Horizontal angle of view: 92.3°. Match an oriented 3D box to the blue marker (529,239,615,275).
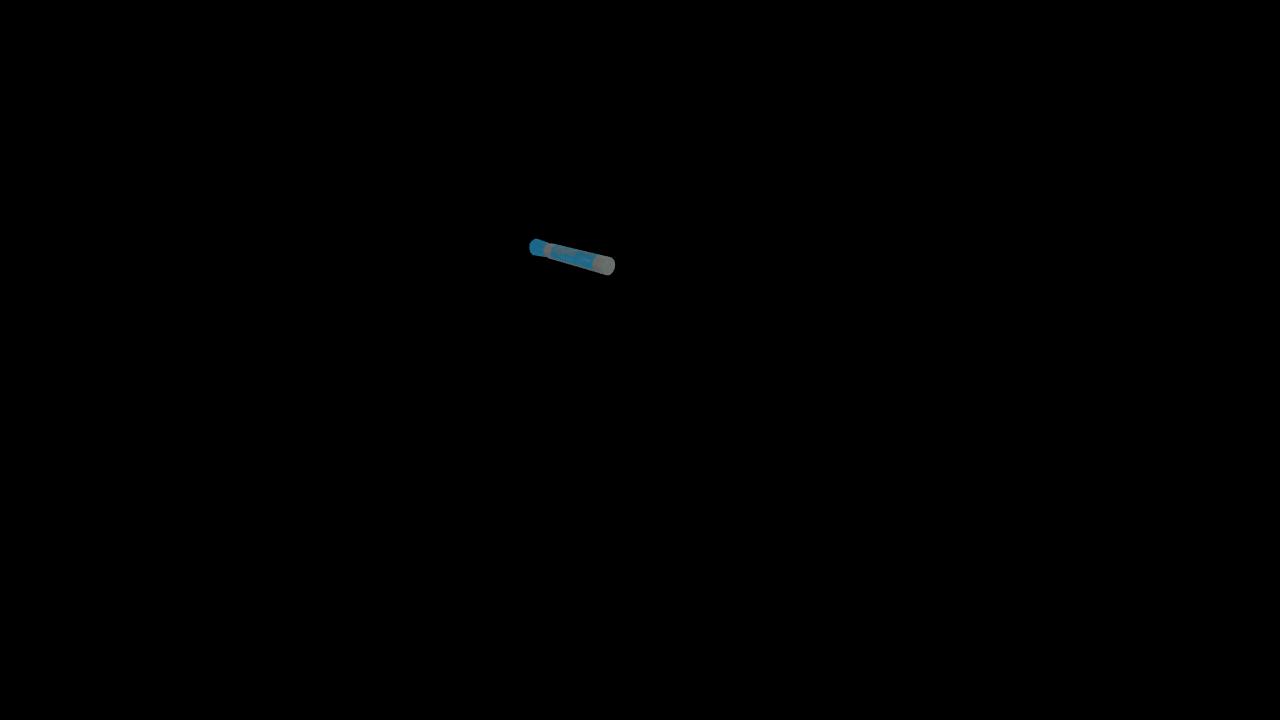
[{"bbox_3d":[-0.076,-0.111,0.655,0.121,0.020,0.020,21,13,37],"label":"blue marker"}]
